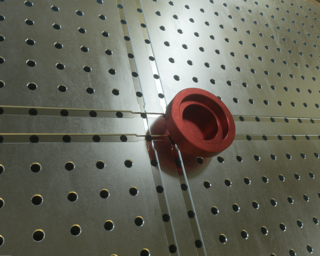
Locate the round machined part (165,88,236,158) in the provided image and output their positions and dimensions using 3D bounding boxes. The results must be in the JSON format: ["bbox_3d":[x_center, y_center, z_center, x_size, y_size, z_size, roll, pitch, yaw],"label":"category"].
[{"bbox_3d":[0.051,-0.004,0.426,0.099,0.042,0.098,13,56,-21],"label":"round machined part"}]
